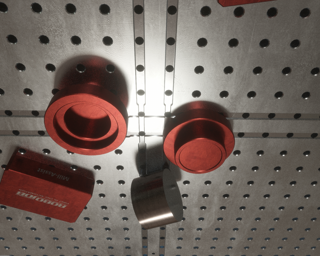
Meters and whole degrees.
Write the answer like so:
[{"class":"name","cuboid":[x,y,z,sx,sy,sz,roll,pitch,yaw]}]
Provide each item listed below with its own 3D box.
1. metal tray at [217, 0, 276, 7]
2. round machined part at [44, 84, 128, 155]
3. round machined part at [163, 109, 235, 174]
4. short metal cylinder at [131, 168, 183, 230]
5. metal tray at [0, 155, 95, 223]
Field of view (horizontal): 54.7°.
[{"class":"metal tray","cuboid":[0.114,-0.163,0.270,0.131,0.030,0.089,-6,130,4]},{"class":"round machined part","cuboid":[-0.088,-0.014,0.387,0.099,0.042,0.097,-1,130,0]},{"class":"round machined part","cuboid":[0.053,0.025,0.423,0.099,0.042,0.097,-1,131,-1]},{"class":"short metal cylinder","cuboid":[-0.003,0.106,0.466,0.050,0.080,0.080,-19,128,15]},{"class":"metal tray","cuboid":[-0.182,0.100,0.491,0.131,0.030,0.089,22,127,-19]}]
